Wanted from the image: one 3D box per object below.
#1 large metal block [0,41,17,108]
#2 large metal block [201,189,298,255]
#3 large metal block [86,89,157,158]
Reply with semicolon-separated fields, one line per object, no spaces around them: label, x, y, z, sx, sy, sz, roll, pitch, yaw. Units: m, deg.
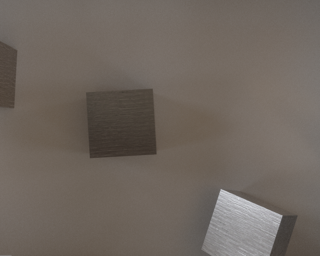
large metal block;-0.222;-0.068;0.382;0.050;0.080;0.080;3;90;0
large metal block;0.108;0.128;0.379;0.080;0.050;0.080;18;90;43
large metal block;-0.047;-0.006;0.398;0.080;0.050;0.080;-3;90;0
